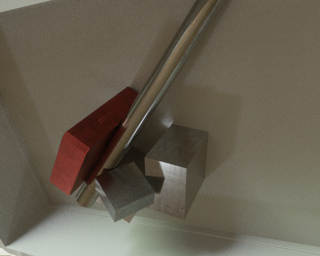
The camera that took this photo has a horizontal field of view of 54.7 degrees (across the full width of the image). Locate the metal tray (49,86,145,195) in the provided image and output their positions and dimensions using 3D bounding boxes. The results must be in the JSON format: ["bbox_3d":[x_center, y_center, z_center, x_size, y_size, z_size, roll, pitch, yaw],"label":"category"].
[{"bbox_3d":[-0.073,0.012,0.383,0.030,0.131,0.089,36,130,5],"label":"metal tray"}]

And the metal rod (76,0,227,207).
[{"bbox_3d":[-0.019,-0.022,0.343,0.025,0.025,0.298,36,112,4],"label":"metal rod"}]

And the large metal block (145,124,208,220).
[{"bbox_3d":[0.023,0.053,0.392,0.050,0.080,0.079,13,124,21],"label":"large metal block"}]

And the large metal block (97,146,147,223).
[{"bbox_3d":[-0.050,0.073,0.443,0.080,0.080,0.050,32,128,7],"label":"large metal block"}]

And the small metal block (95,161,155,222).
[{"bbox_3d":[-0.041,0.073,0.360,0.050,0.050,0.025,49,146,34],"label":"small metal block"}]
